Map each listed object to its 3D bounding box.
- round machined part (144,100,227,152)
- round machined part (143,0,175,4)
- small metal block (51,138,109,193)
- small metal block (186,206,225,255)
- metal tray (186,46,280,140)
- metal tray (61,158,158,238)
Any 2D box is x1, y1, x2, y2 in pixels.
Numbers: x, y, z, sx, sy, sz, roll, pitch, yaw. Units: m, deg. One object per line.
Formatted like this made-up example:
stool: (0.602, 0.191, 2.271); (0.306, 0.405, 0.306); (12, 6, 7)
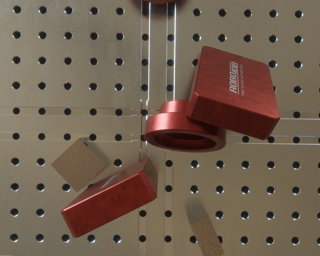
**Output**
round machined part: (0.032, -0.002, 0.380); (0.099, 0.098, 0.042); (7, 72, 0)
round machined part: (-0.001, -0.211, 0.405); (0.099, 0.042, 0.097); (0, 90, 0)
small metal block: (-0.106, 0.048, 0.412); (0.050, 0.025, 0.050); (-43, 90, 0)
small metal block: (0.058, 0.135, 0.401); (0.025, 0.050, 0.050); (-23, 90, 0)
metal tray: (0.085, -0.048, 0.366); (0.090, 0.130, 0.030); (17, 128, 0)
metal tray: (-0.050, 0.074, 0.360); (0.090, 0.130, 0.030); (-26, 90, 0)
